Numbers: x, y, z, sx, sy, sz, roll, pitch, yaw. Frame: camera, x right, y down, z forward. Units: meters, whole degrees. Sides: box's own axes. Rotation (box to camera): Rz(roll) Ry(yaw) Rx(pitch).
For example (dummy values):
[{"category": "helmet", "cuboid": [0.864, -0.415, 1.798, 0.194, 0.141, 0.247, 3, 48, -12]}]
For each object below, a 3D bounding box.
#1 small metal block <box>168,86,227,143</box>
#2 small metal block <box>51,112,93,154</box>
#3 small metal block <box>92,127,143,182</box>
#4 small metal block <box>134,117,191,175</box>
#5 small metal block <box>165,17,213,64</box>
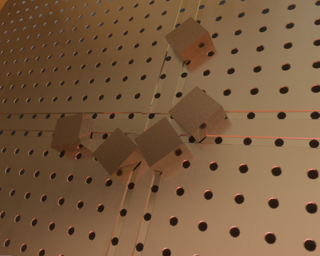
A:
[{"category": "small metal block", "cuboid": [0.048, -0.018, 0.395, 0.050, 0.025, 0.050, -43, 51, -1]}, {"category": "small metal block", "cuboid": [-0.134, 0.008, 0.475, 0.050, 0.025, 0.050, -11, 57, 22]}, {"category": "small metal block", "cuboid": [-0.055, 0.035, 0.416, 0.050, 0.025, 0.050, -47, 51, -5]}, {"category": "small metal block", "cuboid": [0.002, 0.022, 0.394, 0.050, 0.025, 0.050, -36, 51, 4]}, {"category": "small metal block", "cuboid": [0.043, -0.133, 0.468, 0.050, 0.025, 0.050, -36, 51, 4]}]
